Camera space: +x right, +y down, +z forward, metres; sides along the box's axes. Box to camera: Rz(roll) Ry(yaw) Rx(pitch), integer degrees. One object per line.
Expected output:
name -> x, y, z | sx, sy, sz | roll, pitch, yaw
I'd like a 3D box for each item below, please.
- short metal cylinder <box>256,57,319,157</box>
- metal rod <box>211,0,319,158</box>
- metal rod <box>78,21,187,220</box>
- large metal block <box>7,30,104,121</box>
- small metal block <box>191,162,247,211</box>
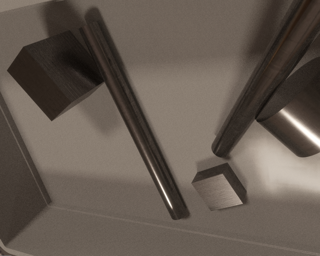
short metal cylinder -> 0.138, -0.019, 0.289 | 0.050, 0.080, 0.080 | 41, 129, 0
metal rod -> 0.087, -0.041, 0.252 | 0.025, 0.025, 0.299 | 29, 155, 9
metal rod -> -0.029, 0.004, 0.424 | 0.025, 0.025, 0.299 | -12, 113, 33
large metal block -> -0.127, -0.068, 0.396 | 0.050, 0.080, 0.080 | -33, 101, 38
small metal block -> 0.079, 0.080, 0.415 | 0.050, 0.025, 0.050 | -26, 105, 36
